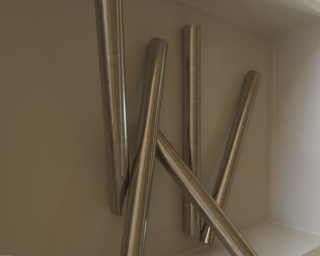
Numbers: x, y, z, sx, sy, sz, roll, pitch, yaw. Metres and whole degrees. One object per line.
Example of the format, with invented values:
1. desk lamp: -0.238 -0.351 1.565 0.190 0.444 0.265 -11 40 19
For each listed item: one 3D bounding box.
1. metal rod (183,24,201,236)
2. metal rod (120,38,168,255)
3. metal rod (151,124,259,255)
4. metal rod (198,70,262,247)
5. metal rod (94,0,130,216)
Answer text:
1. metal rod: 0.046 0.003 0.447 0.025 0.025 0.298 0 90 -40
2. metal rod: -0.018 0.029 0.360 0.025 0.025 0.299 22 66 -38
3. metal rod: 0.073 0.116 0.370 0.025 0.025 0.300 -31 77 -36
4. metal rod: 0.118 0.036 0.497 0.025 0.025 0.300 36 64 -35
5. metal rod: -0.047 -0.039 0.311 0.025 0.025 0.298 -20 121 -38
